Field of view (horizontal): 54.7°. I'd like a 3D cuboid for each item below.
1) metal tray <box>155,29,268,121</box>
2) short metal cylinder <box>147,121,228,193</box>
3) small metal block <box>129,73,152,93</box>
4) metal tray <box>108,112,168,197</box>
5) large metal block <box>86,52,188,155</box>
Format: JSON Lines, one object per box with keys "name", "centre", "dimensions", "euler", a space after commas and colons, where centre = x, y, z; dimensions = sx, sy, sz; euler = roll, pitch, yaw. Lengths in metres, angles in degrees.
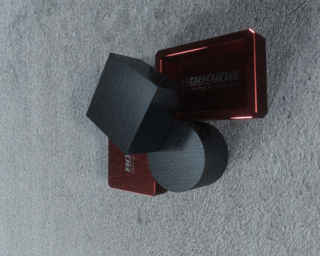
{"name": "metal tray", "centre": [0.054, -0.054, 0.359], "dimensions": [0.130, 0.030, 0.089], "euler": [-2, 89, 40]}
{"name": "short metal cylinder", "centre": [0.032, 0.032, 0.363], "dimensions": [0.080, 0.050, 0.080], "euler": [0, 90, 40]}
{"name": "small metal block", "centre": [-0.023, -0.055, 0.409], "dimensions": [0.050, 0.050, 0.025], "euler": [1, 91, 40]}
{"name": "metal tray", "centre": [-0.031, 0.022, 0.430], "dimensions": [0.090, 0.030, 0.129], "euler": [1, 91, 40]}
{"name": "large metal block", "centre": [-0.028, -0.027, 0.346], "dimensions": [0.080, 0.050, 0.079], "euler": [40, 114, 32]}
